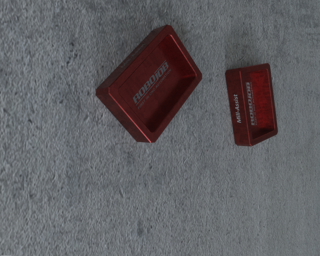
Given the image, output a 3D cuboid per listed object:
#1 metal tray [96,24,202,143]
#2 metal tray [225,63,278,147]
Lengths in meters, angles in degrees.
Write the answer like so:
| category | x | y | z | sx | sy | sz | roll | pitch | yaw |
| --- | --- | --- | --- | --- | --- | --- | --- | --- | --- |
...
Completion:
| category | x | y | z | sx | sy | sz | roll | pitch | yaw |
| --- | --- | --- | --- | --- | --- | --- | --- | --- | --- |
| metal tray | -0.008 | -0.056 | 0.394 | 0.090 | 0.030 | 0.130 | 52 | 60 | -28 |
| metal tray | 0.160 | -0.042 | 0.534 | 0.091 | 0.030 | 0.129 | -17 | 101 | -39 |
